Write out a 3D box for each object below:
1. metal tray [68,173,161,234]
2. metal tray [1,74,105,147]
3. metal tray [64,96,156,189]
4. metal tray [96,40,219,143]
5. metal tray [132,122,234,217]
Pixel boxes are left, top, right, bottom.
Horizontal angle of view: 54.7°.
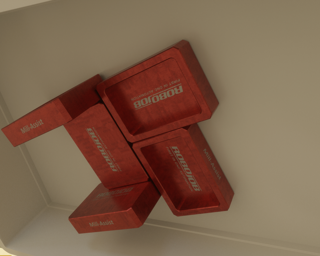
[{"bbox_3d":[-0.063,0.111,0.463,0.130,0.090,0.030,-18,109,35],"label":"metal tray"},{"bbox_3d":[-0.141,-0.023,0.420,0.130,0.090,0.030,-19,108,35],"label":"metal tray"},{"bbox_3d":[-0.074,0.024,0.454,0.090,0.030,0.130,-19,109,35],"label":"metal tray"},{"bbox_3d":[-0.006,-0.039,0.381,0.130,0.030,0.090,-18,109,34],"label":"metal tray"},{"bbox_3d":[0.032,0.058,0.421,0.090,0.030,0.130,-19,109,35],"label":"metal tray"}]
